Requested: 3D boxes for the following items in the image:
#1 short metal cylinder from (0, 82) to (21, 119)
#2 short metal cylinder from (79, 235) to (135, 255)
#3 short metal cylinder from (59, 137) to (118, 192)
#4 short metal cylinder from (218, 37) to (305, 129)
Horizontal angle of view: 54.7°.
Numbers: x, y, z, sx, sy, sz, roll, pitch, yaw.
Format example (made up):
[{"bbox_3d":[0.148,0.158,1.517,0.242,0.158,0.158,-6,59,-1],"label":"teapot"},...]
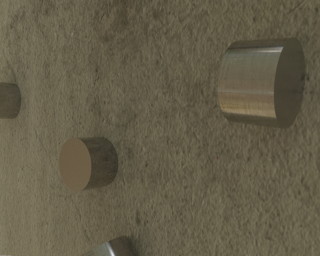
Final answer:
[{"bbox_3d":[-0.344,-0.059,0.668,0.080,0.050,0.079,0,90,39],"label":"short metal cylinder"},{"bbox_3d":[-0.073,0.191,0.427,0.080,0.081,0.050,-42,65,32],"label":"short metal cylinder"},{"bbox_3d":[-0.111,0.054,0.477,0.080,0.050,0.079,0,90,39],"label":"short metal cylinder"},{"bbox_3d":[0.096,-0.042,0.289,0.050,0.081,0.079,9,96,39],"label":"short metal cylinder"}]
